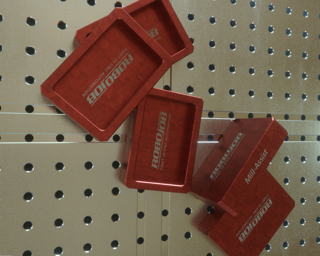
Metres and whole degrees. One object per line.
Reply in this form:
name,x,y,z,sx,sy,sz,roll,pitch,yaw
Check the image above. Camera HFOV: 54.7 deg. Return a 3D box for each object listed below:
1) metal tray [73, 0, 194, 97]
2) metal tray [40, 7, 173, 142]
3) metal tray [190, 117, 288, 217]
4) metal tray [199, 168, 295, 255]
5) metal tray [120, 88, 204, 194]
metal tray,-0.031,-0.107,0.398,0.131,0.030,0.090,-34,101,-17
metal tray,-0.058,-0.060,0.356,0.090,0.030,0.130,42,77,-15
metal tray,0.101,0.046,0.417,0.030,0.090,0.130,40,77,-16
metal tray,0.132,0.130,0.461,0.130,0.030,0.090,-47,105,-14
metal tray,0.003,0.017,0.412,0.091,0.030,0.129,10,87,-20
